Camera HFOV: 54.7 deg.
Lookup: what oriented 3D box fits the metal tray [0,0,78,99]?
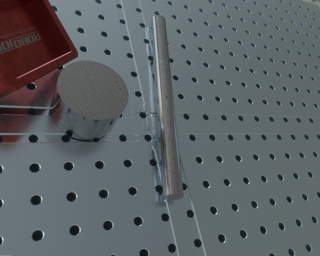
[{"bbox_3d":[-0.150,-0.096,0.329,0.090,0.030,0.130,63,25,-19],"label":"metal tray"}]

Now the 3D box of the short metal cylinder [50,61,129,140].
[{"bbox_3d":[-0.084,-0.032,0.367,0.081,0.050,0.080,14,56,-21],"label":"short metal cylinder"}]

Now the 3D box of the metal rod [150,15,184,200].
[{"bbox_3d":[0.006,-0.048,0.440,0.025,0.025,0.299,10,57,-23],"label":"metal rod"}]
